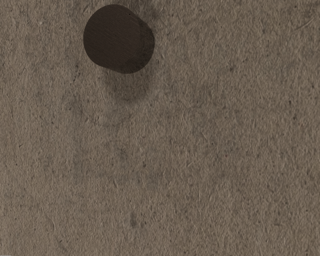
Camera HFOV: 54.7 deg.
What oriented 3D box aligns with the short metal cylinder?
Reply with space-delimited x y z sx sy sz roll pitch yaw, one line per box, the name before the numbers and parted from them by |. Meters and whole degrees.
short metal cylinder | -0.054 -0.116 0.414 0.080 0.050 0.079 0 90 19
